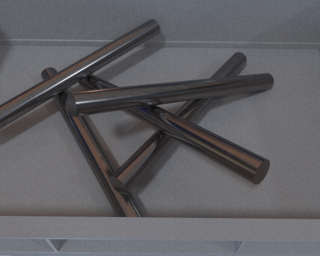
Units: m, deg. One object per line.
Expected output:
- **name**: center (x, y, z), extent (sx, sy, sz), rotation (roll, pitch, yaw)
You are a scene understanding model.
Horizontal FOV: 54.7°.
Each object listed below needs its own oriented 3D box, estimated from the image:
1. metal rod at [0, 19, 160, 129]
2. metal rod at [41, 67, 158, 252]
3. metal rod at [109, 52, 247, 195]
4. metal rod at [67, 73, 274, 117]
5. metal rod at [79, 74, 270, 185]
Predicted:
- **metal rod**: center (-0.115, -0.079, 0.434), extent (0.025, 0.025, 0.302), rotation (38, 61, 27)
- **metal rod**: center (-0.091, 0.017, 0.389), extent (0.025, 0.025, 0.300), rotation (-25, 55, -20)
- **metal rod**: center (0.043, -0.026, 0.410), extent (0.025, 0.025, 0.301), rotation (28, 50, 21)
- **metal rod**: center (0.038, -0.047, 0.385), extent (0.303, 0.025, 0.025), rotation (-11, 49, -34)
- **metal rod**: center (-0.011, -0.017, 0.369), extent (0.025, 0.025, 0.300), rotation (-36, 44, -27)
